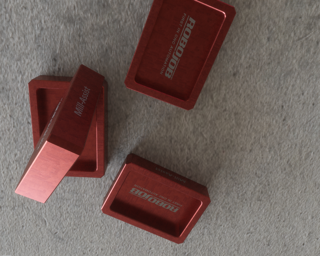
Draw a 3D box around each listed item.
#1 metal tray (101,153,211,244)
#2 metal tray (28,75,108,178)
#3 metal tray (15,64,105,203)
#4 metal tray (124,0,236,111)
[{"bbox_3d":[-0.006,0.103,0.444,0.131,0.030,0.089,26,108,-10],"label":"metal tray"},{"bbox_3d":[-0.116,0.000,0.405,0.091,0.030,0.129,3,110,-2],"label":"metal tray"},{"bbox_3d":[-0.101,0.001,0.327,0.030,0.130,0.090,29,124,-21],"label":"metal tray"},{"bbox_3d":[0.021,-0.096,0.371,0.091,0.030,0.129,20,109,-8],"label":"metal tray"}]
